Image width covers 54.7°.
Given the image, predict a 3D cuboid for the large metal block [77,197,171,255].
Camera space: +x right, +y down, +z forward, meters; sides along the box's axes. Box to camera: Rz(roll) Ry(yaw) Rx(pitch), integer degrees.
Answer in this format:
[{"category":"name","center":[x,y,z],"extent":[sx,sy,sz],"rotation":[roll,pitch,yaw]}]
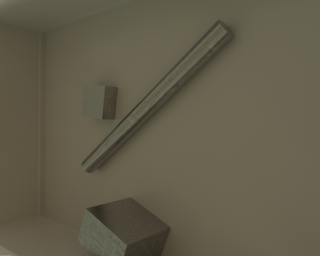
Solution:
[{"category":"large metal block","center":[-0.047,0.140,0.408],"extent":[0.080,0.081,0.050],"rotation":[27,107,36]}]

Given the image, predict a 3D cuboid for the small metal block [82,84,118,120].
[{"category":"small metal block","center":[-0.094,-0.041,0.482],"extent":[0.050,0.025,0.050],"rotation":[10,96,39]}]

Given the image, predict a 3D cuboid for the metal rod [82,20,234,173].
[{"category":"metal rod","center":[-0.021,-0.025,0.421],"extent":[0.299,0.025,0.025],"rotation":[-43,65,31]}]
